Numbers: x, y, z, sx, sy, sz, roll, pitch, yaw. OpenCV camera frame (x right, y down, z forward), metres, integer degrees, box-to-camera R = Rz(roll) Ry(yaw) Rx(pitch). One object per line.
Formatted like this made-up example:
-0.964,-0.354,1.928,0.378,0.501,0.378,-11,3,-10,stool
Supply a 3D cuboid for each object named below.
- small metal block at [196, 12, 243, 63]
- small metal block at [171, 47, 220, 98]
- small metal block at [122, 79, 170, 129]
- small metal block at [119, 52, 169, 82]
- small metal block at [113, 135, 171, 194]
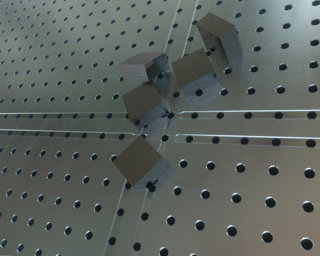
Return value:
0.082,-0.124,0.425,0.025,0.050,0.050,-43,51,-1,small metal block
0.048,-0.077,0.429,0.050,0.025,0.050,-24,53,13,small metal block
-0.021,-0.034,0.439,0.050,0.025,0.050,-28,52,9,small metal block
-0.023,-0.091,0.458,0.050,0.025,0.050,10,36,38,small metal block
-0.023,0.045,0.392,0.050,0.025,0.050,-44,51,-3,small metal block
